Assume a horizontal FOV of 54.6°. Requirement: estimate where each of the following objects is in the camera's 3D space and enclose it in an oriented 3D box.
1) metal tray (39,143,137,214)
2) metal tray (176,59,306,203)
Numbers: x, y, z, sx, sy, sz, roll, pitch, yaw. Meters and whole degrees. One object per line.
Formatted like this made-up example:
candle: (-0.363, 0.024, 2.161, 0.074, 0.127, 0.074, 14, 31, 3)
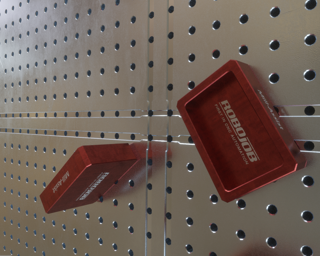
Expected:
metal tray: (-0.105, 0.074, 0.455, 0.129, 0.091, 0.030, -46, 63, 30)
metal tray: (0.082, 0.003, 0.338, 0.090, 0.030, 0.130, -37, 67, 34)
